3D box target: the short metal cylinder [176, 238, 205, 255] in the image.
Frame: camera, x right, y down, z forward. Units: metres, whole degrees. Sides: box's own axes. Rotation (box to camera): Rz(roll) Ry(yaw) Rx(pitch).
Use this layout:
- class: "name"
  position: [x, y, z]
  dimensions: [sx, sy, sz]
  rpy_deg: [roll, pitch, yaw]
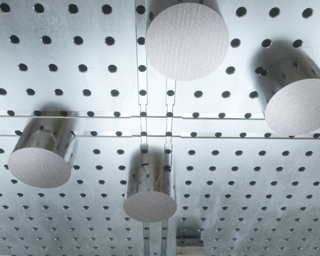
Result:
- class: "short metal cylinder"
  position: [0.057, 0.252, 0.591]
  dimensions: [0.050, 0.080, 0.079]
  rpy_deg: [-1, 130, 0]

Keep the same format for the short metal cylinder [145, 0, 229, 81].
- class: "short metal cylinder"
  position: [0.026, -0.095, 0.314]
  dimensions: [0.081, 0.050, 0.079]
  rpy_deg: [0, 130, 0]

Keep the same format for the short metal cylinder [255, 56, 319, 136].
- class: "short metal cylinder"
  position: [0.159, -0.037, 0.365]
  dimensions: [0.081, 0.050, 0.079]
  rpy_deg: [0, 130, 0]

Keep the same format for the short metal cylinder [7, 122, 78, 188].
- class: "short metal cylinder"
  position: [-0.158, 0.038, 0.426]
  dimensions: [0.081, 0.050, 0.079]
  rpy_deg: [0, 130, 0]

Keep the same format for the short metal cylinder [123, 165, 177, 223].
- class: "short metal cylinder"
  position: [-0.015, 0.103, 0.483]
  dimensions: [0.081, 0.050, 0.079]
  rpy_deg: [0, 130, 0]
